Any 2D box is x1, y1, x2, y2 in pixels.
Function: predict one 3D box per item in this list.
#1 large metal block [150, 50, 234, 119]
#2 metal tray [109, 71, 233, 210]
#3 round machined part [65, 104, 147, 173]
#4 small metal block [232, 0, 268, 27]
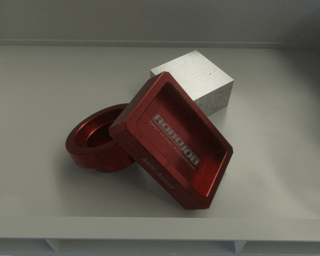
[{"bbox_3d":[0.043,-0.056,0.436,0.081,0.050,0.080,-28,56,-22],"label":"large metal block"},{"bbox_3d":[0.019,0.015,0.336,0.130,0.030,0.090,47,53,-19],"label":"metal tray"},{"bbox_3d":[-0.056,0.015,0.365,0.098,0.042,0.098,-16,31,10],"label":"round machined part"},{"bbox_3d":[0.175,-0.226,0.600,0.050,0.025,0.050,24,54,18],"label":"small metal block"}]
